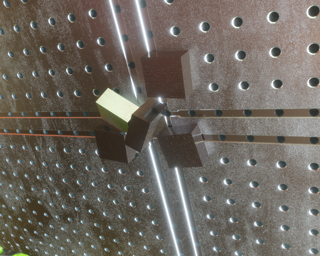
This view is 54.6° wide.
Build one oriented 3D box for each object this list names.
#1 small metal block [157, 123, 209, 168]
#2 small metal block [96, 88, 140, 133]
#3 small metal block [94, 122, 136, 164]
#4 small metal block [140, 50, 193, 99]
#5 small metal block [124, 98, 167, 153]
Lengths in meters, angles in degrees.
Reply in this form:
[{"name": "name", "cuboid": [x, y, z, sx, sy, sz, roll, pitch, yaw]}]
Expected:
[{"name": "small metal block", "cuboid": [0.031, 0.025, 0.411, 0.050, 0.025, 0.050, -7, 115, 31]}, {"name": "small metal block", "cuboid": [-0.053, -0.019, 0.411, 0.050, 0.025, 0.050, 32, 160, 13]}, {"name": "small metal block", "cuboid": [-0.066, 0.021, 0.460, 0.050, 0.025, 0.050, 9, 123, 23]}, {"name": "small metal block", "cuboid": [0.009, -0.063, 0.368, 0.050, 0.025, 0.050, 5, 121, 25]}, {"name": "small metal block", "cuboid": [-0.019, -0.004, 0.403, 0.025, 0.050, 0.050, 28, 128, 11]}]
